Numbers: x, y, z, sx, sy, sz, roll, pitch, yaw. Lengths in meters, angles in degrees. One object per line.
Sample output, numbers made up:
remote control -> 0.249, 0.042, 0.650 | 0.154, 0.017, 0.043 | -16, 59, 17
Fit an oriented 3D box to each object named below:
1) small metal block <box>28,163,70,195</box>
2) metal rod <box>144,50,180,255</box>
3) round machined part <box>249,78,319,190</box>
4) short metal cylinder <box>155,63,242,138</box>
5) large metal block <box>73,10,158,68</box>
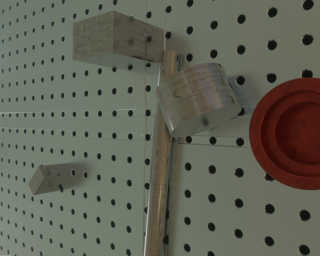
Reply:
small metal block -> -0.198, 0.091, 0.553 | 0.050, 0.050, 0.025 | -52, 60, 27
metal rod -> 0.000, 0.051, 0.406 | 0.025, 0.025, 0.298 | 8, 95, 39
round machined part -> 0.137, 0.005, 0.285 | 0.098, 0.042, 0.097 | 0, 90, 39
short metal cylinder -> 0.041, -0.028, 0.338 | 0.080, 0.081, 0.050 | -30, 71, 35
large metal block -> -0.060, -0.115, 0.421 | 0.080, 0.081, 0.050 | 2, 92, 39
